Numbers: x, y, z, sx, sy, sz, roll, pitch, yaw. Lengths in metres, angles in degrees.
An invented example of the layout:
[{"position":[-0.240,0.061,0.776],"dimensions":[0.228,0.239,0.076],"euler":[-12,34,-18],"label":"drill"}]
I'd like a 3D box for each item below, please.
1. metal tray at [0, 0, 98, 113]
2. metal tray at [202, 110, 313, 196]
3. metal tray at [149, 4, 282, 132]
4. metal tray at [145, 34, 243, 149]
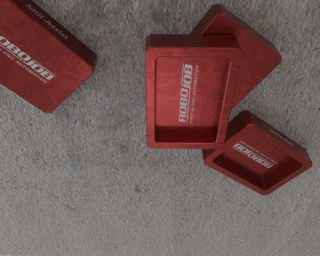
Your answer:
[{"position":[-0.146,-0.083,0.331],"dimensions":[0.090,0.030,0.130],"euler":[-36,122,26],"label":"metal tray"},{"position":[0.136,0.040,0.439],"dimensions":[0.131,0.030,0.090],"euler":[29,124,-23],"label":"metal tray"},{"position":[0.057,-0.060,0.353],"dimensions":[0.090,0.030,0.129],"euler":[27,125,-22],"label":"metal tray"},{"position":[0.031,-0.034,0.335],"dimensions":[0.091,0.030,0.129],"euler":[1,130,-1],"label":"metal tray"}]
